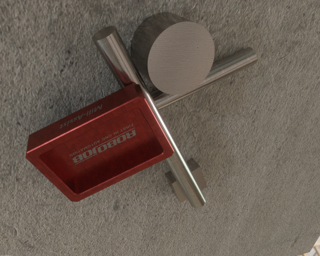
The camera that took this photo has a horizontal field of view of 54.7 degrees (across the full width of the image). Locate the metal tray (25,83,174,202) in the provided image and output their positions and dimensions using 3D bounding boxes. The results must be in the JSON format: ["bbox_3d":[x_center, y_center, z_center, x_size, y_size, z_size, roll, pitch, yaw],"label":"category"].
[{"bbox_3d":[-0.061,0.019,0.335,0.130,0.030,0.090,-26,129,3],"label":"metal tray"}]

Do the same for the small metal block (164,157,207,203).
[{"bbox_3d":[0.041,0.082,0.483,0.050,0.025,0.050,-30,129,-10],"label":"small metal block"}]

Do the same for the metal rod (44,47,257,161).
[{"bbox_3d":[-0.009,-0.032,0.385,0.302,0.025,0.025,-26,128,-12],"label":"metal rod"}]

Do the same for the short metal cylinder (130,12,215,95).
[{"bbox_3d":[0.013,-0.084,0.348,0.081,0.050,0.079,-14,125,-21],"label":"short metal cylinder"}]

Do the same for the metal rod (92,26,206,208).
[{"bbox_3d":[0.003,0.012,0.387,0.025,0.025,0.299,-34,129,-6],"label":"metal rod"}]
